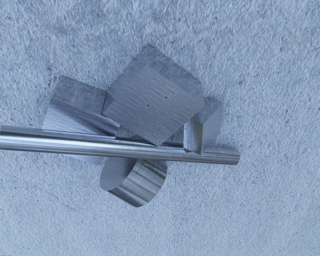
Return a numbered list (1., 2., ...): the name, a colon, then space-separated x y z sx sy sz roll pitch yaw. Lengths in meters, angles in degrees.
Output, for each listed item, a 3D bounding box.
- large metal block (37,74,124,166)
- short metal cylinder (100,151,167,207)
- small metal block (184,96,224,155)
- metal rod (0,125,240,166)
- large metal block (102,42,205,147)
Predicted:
1. large metal block: -0.097 -0.008 0.384 0.080 0.050 0.079 19 127 -16
2. short metal cylinder: -0.037 0.060 0.423 0.080 0.080 0.050 -36 122 26
3. small metal block: 0.054 -0.003 0.387 0.025 0.050 0.050 24 137 27
4. metal rod: -0.026 0.025 0.376 0.302 0.025 0.025 7 132 -28
5. large metal block: -0.007 -0.036 0.358 0.080 0.050 0.080 32 123 -25
